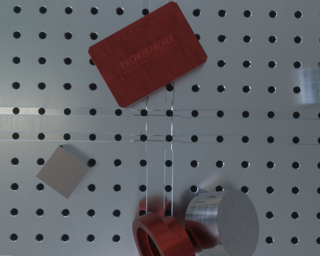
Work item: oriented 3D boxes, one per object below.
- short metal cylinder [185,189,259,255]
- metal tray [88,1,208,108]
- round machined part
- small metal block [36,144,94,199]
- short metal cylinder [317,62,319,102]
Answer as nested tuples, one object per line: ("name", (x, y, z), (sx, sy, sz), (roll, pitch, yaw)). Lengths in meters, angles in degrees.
("short metal cylinder", (0.077, 0.119, 0.381), (0.081, 0.050, 0.080), (16, 66, -38))
("metal tray", (-0.016, -0.094, 0.411), (0.130, 0.030, 0.090), (-30, 90, 0))
("round machined part", (0.008, 0.149, 0.383), (0.042, 0.098, 0.098), (-20, 90, -26))
("small metal block", (-0.125, 0.057, 0.412), (0.050, 0.025, 0.050), (36, 90, 0))
("short metal cylinder", (0.244, -0.062, 0.388), (0.081, 0.080, 0.050), (-5, 90, 0))
